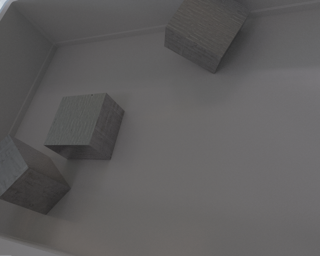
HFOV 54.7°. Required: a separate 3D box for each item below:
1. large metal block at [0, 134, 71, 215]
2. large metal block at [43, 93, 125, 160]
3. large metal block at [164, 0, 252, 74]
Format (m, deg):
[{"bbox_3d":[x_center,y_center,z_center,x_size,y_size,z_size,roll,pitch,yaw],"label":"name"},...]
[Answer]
[{"bbox_3d":[-0.183,0.065,0.427,0.050,0.080,0.080,-47,51,-4],"label":"large metal block"},{"bbox_3d":[-0.107,-0.001,0.447,0.080,0.050,0.080,-2,61,27],"label":"large metal block"},{"bbox_3d":[0.062,-0.134,0.417,0.080,0.050,0.080,31,77,6],"label":"large metal block"}]
